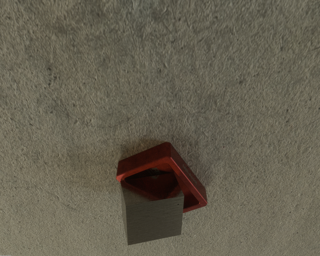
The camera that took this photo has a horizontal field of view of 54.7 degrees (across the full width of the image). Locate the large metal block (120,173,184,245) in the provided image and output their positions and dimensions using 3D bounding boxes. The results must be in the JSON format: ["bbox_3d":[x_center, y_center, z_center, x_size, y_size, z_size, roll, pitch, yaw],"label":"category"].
[{"bbox_3d":[-0.013,0.118,0.455,0.081,0.050,0.079,-7,123,-13],"label":"large metal block"}]

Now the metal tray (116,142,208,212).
[{"bbox_3d":[0.006,0.086,0.477,0.090,0.030,0.130,-24,127,18],"label":"metal tray"}]
